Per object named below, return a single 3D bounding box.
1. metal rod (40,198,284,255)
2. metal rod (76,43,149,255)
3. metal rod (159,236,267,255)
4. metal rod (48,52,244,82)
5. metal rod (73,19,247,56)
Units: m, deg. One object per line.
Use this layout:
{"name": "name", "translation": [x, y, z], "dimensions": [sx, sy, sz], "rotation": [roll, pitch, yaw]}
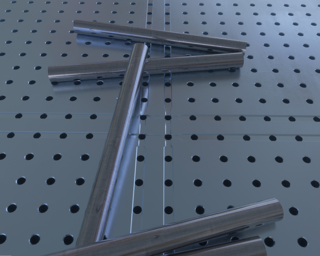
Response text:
{"name": "metal rod", "translation": [-0.018, 0.111, 0.294], "dimensions": [0.302, 0.025, 0.025], "rotation": [-9, 51, -16]}
{"name": "metal rod", "translation": [-0.051, 0.002, 0.388], "dimensions": [0.025, 0.025, 0.300], "rotation": [7, 55, 5]}
{"name": "metal rod", "translation": [-0.048, 0.142, 0.287], "dimensions": [0.302, 0.025, 0.025], "rotation": [-8, 51, -8]}
{"name": "metal rod", "translation": [-0.018, -0.096, 0.488], "dimensions": [0.302, 0.025, 0.025], "rotation": [-5, 50, -5]}
{"name": "metal rod", "translation": [-0.004, -0.159, 0.540], "dimensions": [0.302, 0.025, 0.025], "rotation": [10, 51, 7]}
